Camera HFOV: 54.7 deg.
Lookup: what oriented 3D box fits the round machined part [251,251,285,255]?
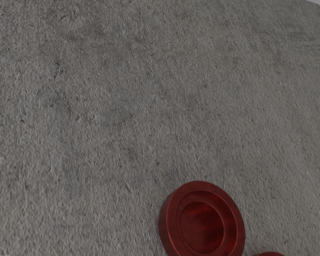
[{"bbox_3d":[0.137,0.191,0.350,0.099,0.042,0.098,14,56,-21],"label":"round machined part"}]

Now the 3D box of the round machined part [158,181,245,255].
[{"bbox_3d":[0.042,0.112,0.347,0.099,0.042,0.098,14,56,-21],"label":"round machined part"}]
